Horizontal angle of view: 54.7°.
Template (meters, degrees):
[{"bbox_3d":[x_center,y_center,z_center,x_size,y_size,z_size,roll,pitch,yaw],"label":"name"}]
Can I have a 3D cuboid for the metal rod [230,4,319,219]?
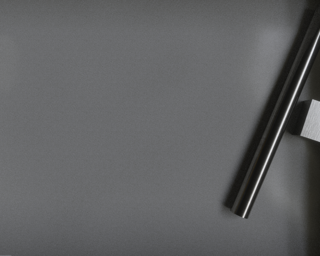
[{"bbox_3d":[0.164,-0.022,0.413,0.025,0.025,0.299,23,90,-1],"label":"metal rod"}]

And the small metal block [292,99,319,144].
[{"bbox_3d":[0.214,-0.006,0.414,0.050,0.025,0.050,18,90,-1],"label":"small metal block"}]
